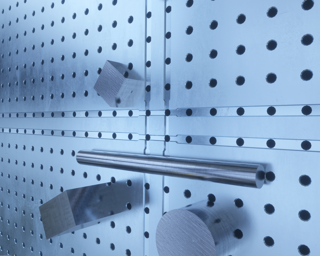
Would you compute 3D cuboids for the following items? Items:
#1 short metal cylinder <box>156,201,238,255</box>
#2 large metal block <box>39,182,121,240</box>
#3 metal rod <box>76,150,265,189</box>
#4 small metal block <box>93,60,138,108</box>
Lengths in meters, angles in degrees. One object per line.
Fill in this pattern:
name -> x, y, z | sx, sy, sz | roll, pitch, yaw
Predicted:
short metal cylinder -> 0.042, 0.128, 0.357 | 0.080, 0.050, 0.079 | 0, 90, 39
large metal block -> -0.122, 0.125, 0.472 | 0.080, 0.081, 0.050 | -32, 70, 35
metal rod -> -0.012, 0.049, 0.417 | 0.300, 0.025, 0.025 | 1, 91, 39
small metal block -> -0.067, -0.065, 0.462 | 0.050, 0.025, 0.050 | 46, 117, 30
